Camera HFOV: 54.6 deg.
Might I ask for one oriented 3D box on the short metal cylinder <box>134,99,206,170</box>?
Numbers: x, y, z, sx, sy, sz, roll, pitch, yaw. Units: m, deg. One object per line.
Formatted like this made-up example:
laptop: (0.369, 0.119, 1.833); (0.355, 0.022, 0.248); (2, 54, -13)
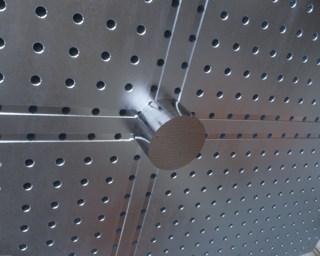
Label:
short metal cylinder: (0.012, 0.008, 0.406); (0.081, 0.050, 0.080); (-14, 124, -21)
